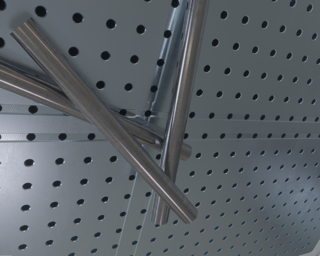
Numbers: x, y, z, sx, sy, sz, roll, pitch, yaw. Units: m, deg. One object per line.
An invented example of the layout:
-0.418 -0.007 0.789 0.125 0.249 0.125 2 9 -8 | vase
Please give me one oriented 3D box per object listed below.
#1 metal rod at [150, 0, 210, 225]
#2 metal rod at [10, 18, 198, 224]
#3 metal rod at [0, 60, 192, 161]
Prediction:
0.022 -0.011 0.389 0.025 0.025 0.298 -1 111 -28 | metal rod
-0.044 0.012 0.350 0.025 0.025 0.300 -39 116 -2 | metal rod
-0.072 -0.014 0.362 0.301 0.025 0.025 25 105 -37 | metal rod
